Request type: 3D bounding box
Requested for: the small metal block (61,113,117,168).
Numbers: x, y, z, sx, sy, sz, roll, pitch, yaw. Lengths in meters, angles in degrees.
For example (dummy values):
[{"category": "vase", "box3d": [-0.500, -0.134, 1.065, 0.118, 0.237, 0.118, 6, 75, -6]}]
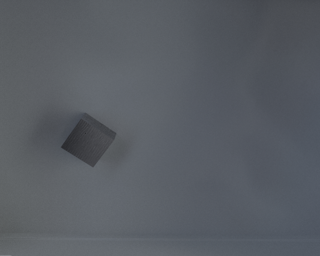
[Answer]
[{"category": "small metal block", "box3d": [-0.095, 0.016, 0.416, 0.050, 0.025, 0.050, 35, 106, -13]}]
